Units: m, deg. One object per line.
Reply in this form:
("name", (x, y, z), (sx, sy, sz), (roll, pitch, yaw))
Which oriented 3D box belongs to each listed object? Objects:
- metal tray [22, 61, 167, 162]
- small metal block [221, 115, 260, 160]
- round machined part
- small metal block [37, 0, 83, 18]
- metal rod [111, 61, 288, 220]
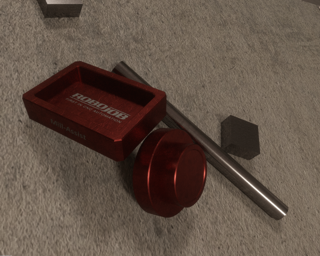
("metal tray", (-0.070, -0.025, 0.341), (0.130, 0.030, 0.090), (23, 47, 22))
("small metal block", (0.119, 0.015, 0.461), (0.050, 0.025, 0.050), (19, 54, -17))
("round machined part", (0.018, 0.050, 0.341), (0.099, 0.042, 0.097), (-7, 99, -54))
("small metal block", (-0.145, -0.185, 0.439), (0.050, 0.025, 0.050), (-16, 70, -35))
("metal rod", (0.054, 0.017, 0.423), (0.300, 0.025, 0.025), (41, 51, 0))
